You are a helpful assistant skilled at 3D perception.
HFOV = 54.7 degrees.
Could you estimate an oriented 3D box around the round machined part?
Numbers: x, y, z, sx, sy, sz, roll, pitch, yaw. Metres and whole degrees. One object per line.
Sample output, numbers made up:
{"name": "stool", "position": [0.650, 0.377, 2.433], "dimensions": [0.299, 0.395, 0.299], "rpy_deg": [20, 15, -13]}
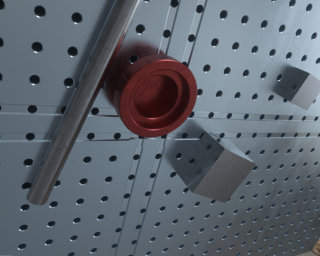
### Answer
{"name": "round machined part", "position": [-0.008, -0.041, 0.370], "dimensions": [0.099, 0.042, 0.097], "rpy_deg": [-14, 124, -21]}

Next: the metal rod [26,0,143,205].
{"name": "metal rod", "position": [-0.082, -0.039, 0.342], "dimensions": [0.025, 0.025, 0.298], "rpy_deg": [18, 109, -35]}

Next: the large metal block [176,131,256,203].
{"name": "large metal block", "position": [0.087, 0.063, 0.481], "dimensions": [0.080, 0.050, 0.080], "rpy_deg": [25, 105, -37]}

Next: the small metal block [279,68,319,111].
{"name": "small metal block", "position": [0.229, -0.061, 0.499], "dimensions": [0.050, 0.025, 0.050], "rpy_deg": [19, 109, -36]}
